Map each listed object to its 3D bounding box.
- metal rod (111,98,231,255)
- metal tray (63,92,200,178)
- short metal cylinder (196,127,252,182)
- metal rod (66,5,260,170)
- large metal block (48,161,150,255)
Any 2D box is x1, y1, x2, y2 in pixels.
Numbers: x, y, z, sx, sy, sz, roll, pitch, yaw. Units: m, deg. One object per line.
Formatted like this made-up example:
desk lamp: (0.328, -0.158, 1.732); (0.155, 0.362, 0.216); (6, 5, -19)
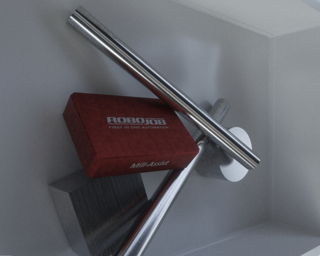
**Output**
metal rod: (0.030, 0.047, 0.384); (0.301, 0.025, 0.025); (-50, 121, -44)
metal tray: (-0.029, 0.005, 0.342); (0.131, 0.030, 0.090); (0, 46, -39)
short metal cylinder: (0.095, 0.038, 0.469); (0.081, 0.050, 0.079); (0, 90, -40)
metal rod: (0.019, -0.037, 0.384); (0.301, 0.025, 0.025); (37, 67, -21)
large metal block: (-0.061, 0.084, 0.335); (0.081, 0.050, 0.080); (-25, 106, -38)
